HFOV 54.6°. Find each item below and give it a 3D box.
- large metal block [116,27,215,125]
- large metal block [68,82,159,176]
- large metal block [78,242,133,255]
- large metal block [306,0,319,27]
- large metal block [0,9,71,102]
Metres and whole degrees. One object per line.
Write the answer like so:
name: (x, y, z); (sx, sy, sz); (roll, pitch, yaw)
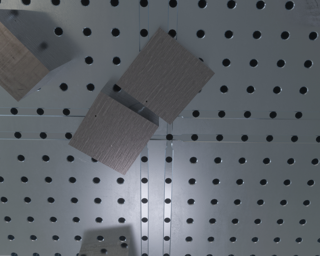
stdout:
large metal block: (0.006, -0.065, 0.376); (0.080, 0.050, 0.080); (37, 106, -13)
large metal block: (-0.057, 0.000, 0.400); (0.080, 0.050, 0.080); (31, 107, -11)
large metal block: (-0.081, 0.232, 0.485); (0.080, 0.050, 0.080); (-8, 110, 3)
large metal block: (0.215, -0.150, 0.330); (0.080, 0.080, 0.050); (-28, 108, 10)
large metal block: (-0.159, -0.085, 0.352); (0.050, 0.080, 0.080); (-39, 106, 13)
